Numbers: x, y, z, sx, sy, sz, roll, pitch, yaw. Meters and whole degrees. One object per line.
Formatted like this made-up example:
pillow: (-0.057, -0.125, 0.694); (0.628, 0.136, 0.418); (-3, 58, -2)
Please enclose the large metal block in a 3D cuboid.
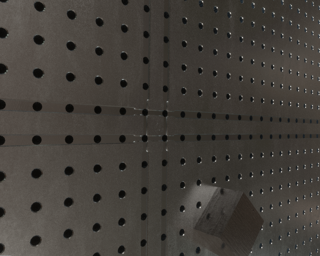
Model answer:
large metal block: (0.111, 0.153, 0.489); (0.080, 0.050, 0.080); (52, 59, -28)
